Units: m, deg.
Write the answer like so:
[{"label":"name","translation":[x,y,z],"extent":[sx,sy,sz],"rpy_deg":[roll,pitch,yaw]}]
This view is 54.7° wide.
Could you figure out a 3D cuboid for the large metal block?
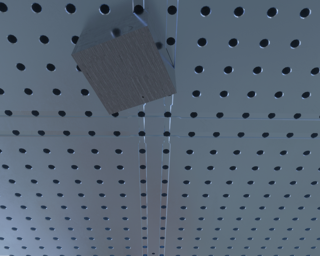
[{"label":"large metal block","translation":[-0.034,-0.070,0.335],"extent":[0.080,0.050,0.080],"rpy_deg":[-17,128,13]}]
